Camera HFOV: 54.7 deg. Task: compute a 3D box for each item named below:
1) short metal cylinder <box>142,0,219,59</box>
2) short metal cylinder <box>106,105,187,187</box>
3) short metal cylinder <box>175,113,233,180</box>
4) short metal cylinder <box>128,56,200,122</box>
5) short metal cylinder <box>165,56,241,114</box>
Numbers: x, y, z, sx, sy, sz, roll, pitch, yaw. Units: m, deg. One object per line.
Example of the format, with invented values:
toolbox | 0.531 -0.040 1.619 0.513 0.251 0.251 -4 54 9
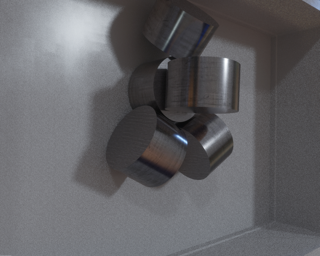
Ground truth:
short metal cylinder | 0.025 -0.124 0.381 0.081 0.080 0.050 5 130 -40
short metal cylinder | -0.016 0.021 0.355 0.050 0.080 0.080 36 68 -34
short metal cylinder | 0.049 0.021 0.409 0.050 0.080 0.080 -35 112 -34
short metal cylinder | 0.007 -0.047 0.393 0.081 0.050 0.080 0 90 -40
short metal cylinder | 0.047 -0.044 0.342 0.081 0.080 0.050 4 88 -40
